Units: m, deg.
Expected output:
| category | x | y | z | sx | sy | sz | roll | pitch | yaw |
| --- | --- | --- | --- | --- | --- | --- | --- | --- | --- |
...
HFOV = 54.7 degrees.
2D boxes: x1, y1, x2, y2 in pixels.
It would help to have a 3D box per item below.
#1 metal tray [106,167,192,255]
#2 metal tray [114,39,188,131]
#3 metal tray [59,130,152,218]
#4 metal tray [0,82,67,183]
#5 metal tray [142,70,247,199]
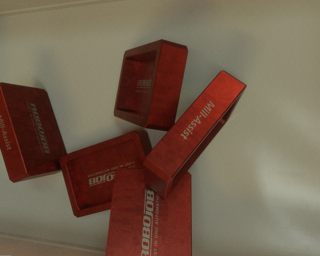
| category | x | y | z | sx | sy | sz | roll | pitch | yaw |
| --- | --- | --- | --- | --- | --- | --- | --- | --- | --- |
| metal tray | -0.011 | 0.113 | 0.351 | 0.091 | 0.030 | 0.130 | 3 | 63 | -2 |
| metal tray | -0.017 | -0.050 | 0.367 | 0.030 | 0.130 | 0.089 | 9 | 94 | -24 |
| metal tray | -0.069 | 0.064 | 0.430 | 0.130 | 0.030 | 0.090 | -19 | 84 | 18 |
| metal tray | -0.184 | 0.005 | 0.439 | 0.030 | 0.090 | 0.129 | -22 | 83 | 18 |
| metal tray | 0.035 | 0.010 | 0.333 | 0.030 | 0.090 | 0.130 | 37 | 71 | 13 |
